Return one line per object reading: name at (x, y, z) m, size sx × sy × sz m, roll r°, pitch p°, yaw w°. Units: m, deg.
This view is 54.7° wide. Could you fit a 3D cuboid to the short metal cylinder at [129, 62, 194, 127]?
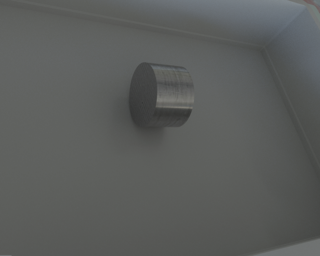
short metal cylinder at (0.000, -0.041, 0.394) m, size 0.050 × 0.080 × 0.080 m, roll 0°, pitch 62°, yaw -29°
